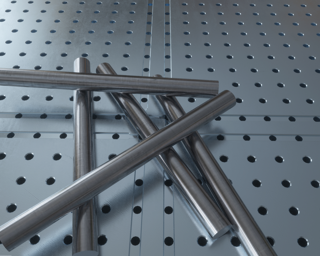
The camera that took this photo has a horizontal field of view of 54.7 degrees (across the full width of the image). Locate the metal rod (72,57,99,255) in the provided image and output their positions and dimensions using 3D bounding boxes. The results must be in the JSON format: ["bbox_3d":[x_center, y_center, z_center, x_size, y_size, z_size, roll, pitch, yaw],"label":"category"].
[{"bbox_3d":[-0.098,0.011,0.396,0.025,0.025,0.300,-7,50,-7],"label":"metal rod"}]

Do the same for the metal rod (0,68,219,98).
[{"bbox_3d":[-0.072,-0.062,0.426,0.302,0.025,0.025,4,50,2],"label":"metal rod"}]

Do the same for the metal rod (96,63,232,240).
[{"bbox_3d":[-0.012,0.008,0.400,0.025,0.025,0.300,-24,54,-19],"label":"metal rod"}]

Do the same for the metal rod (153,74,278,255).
[{"bbox_3d":[0.051,0.035,0.378,0.025,0.025,0.300,-18,52,-15],"label":"metal rod"}]

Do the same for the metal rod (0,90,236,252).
[{"bbox_3d":[-0.027,0.032,0.347,0.302,0.025,0.025,-31,57,-24],"label":"metal rod"}]
